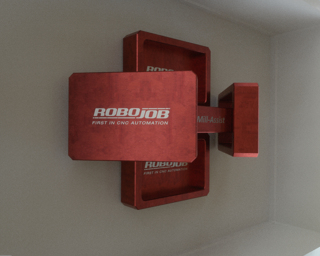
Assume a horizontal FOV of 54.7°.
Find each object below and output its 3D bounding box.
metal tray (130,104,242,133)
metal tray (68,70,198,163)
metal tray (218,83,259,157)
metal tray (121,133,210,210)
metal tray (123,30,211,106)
[{"bbox_3d":[0.029,-0.010,0.387,0.131,0.090,0.030,0,90,-41],"label":"metal tray"},{"bbox_3d":[-0.027,-0.012,0.322,0.030,0.131,0.089,3,87,-82],"label":"metal tray"},{"bbox_3d":[0.105,-0.010,0.433,0.030,0.130,0.089,1,90,2],"label":"metal tray"},{"bbox_3d":[0.012,0.051,0.409,0.131,0.030,0.089,0,90,-41],"label":"metal tray"},{"bbox_3d":[0.013,-0.070,0.412,0.131,0.030,0.089,0,91,-41],"label":"metal tray"}]
